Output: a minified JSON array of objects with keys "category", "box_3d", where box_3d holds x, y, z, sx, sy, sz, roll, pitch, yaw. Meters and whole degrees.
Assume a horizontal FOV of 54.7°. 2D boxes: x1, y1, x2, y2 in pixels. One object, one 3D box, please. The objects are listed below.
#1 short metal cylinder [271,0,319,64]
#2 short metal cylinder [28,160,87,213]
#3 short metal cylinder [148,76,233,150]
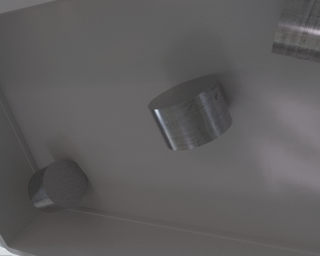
[{"category":"short metal cylinder","box_3d":[0.127,-0.094,0.248,0.050,0.080,0.079,18,126,17]},{"category":"short metal cylinder","box_3d":[-0.173,0.099,0.526,0.050,0.080,0.080,-26,105,37]},{"category":"short metal cylinder","box_3d":[0.034,-0.018,0.344,0.080,0.080,0.050,-13,112,33]}]
